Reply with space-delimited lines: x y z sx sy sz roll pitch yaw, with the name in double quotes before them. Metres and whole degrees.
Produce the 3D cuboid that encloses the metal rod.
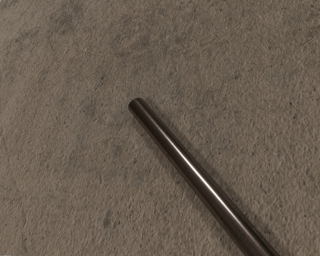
"metal rod" 0.042 0.056 0.346 0.025 0.025 0.300 -41 51 0
